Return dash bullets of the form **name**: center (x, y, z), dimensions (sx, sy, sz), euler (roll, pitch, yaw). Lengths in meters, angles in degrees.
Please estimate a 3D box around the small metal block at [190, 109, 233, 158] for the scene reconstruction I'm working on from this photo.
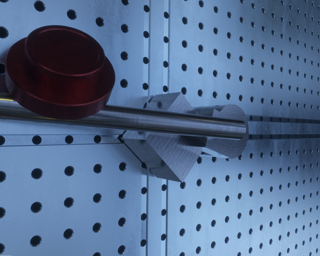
- **small metal block**: center (0.071, 0.007, 0.403), dimensions (0.050, 0.025, 0.050), euler (24, 75, -38)

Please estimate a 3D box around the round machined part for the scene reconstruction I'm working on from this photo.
- **round machined part**: center (-0.089, -0.058, 0.289), dimensions (0.099, 0.042, 0.098), euler (14, 48, -15)

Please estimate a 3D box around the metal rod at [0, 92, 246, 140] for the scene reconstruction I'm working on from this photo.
- **metal rod**: center (-0.041, -0.011, 0.319), dimensions (0.302, 0.025, 0.025), euler (5, 87, -23)

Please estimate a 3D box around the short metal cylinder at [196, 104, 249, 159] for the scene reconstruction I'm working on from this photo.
- **short metal cylinder**: center (0.090, 0.005, 0.471), dimensions (0.081, 0.050, 0.079), euler (0, 90, -40)

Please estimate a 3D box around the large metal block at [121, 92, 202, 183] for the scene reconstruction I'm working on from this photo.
- **large metal block**: center (0.011, 0.011, 0.401), dimensions (0.080, 0.050, 0.080), euler (52, 60, -28)
